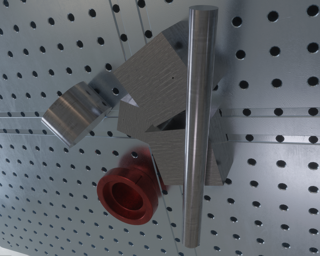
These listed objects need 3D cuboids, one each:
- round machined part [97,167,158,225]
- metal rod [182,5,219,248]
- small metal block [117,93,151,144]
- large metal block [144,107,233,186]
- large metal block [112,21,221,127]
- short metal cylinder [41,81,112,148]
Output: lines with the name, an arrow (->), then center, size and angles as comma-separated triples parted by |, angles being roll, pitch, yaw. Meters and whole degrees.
round machined part -> -0.046, 0.101, 0.488 | 0.098, 0.042, 0.097 | 13, 124, 21
metal rod -> 0.039, 0.025, 0.341 | 0.025, 0.025, 0.298 | 13, 124, 21
small metal block -> -0.028, -0.013, 0.418 | 0.050, 0.025, 0.050 | 23, 127, 14
large metal block -> 0.038, 0.025, 0.390 | 0.080, 0.050, 0.080 | -6, 116, 30
large metal block -> 0.008, -0.060, 0.354 | 0.080, 0.050, 0.080 | -30, 102, 37
short metal cylinder -> -0.113, -0.018, 0.424 | 0.050, 0.080, 0.080 | 45, 129, -3
